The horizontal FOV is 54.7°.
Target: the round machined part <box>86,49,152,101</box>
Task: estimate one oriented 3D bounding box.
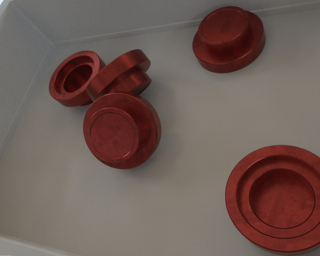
[{"bbox_3d":[-0.051,-0.062,0.435,0.098,0.098,0.042,-38,88,2],"label":"round machined part"}]

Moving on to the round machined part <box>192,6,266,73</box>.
[{"bbox_3d":[0.091,-0.127,0.424,0.098,0.042,0.098,-13,56,20],"label":"round machined part"}]

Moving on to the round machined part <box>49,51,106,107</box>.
[{"bbox_3d":[-0.128,-0.075,0.506,0.098,0.042,0.098,-13,56,20],"label":"round machined part"}]

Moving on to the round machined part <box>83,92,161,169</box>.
[{"bbox_3d":[-0.051,0.005,0.383,0.098,0.042,0.097,3,102,14],"label":"round machined part"}]

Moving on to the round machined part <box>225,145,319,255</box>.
[{"bbox_3d":[0.115,0.069,0.292,0.098,0.042,0.098,-13,56,20],"label":"round machined part"}]
